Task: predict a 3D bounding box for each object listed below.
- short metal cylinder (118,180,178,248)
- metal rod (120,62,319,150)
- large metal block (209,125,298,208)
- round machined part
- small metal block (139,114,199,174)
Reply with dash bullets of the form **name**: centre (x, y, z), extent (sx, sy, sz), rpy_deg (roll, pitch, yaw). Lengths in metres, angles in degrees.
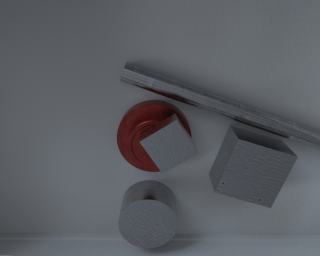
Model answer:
- **short metal cylinder**: centre (-0.016, 0.122, 0.443), extent (0.081, 0.050, 0.079), rpy_deg (0, 110, -1)
- **metal rod**: centre (0.097, -0.023, 0.404), extent (0.302, 0.025, 0.025), rpy_deg (18, 109, -7)
- **large metal block**: centre (0.122, 0.052, 0.419), extent (0.080, 0.050, 0.079), rpy_deg (17, 109, -7)
- **round machined part**: centre (-0.008, 0.015, 0.408), extent (0.099, 0.042, 0.097), rpy_deg (0, 110, -1)
- **small metal block**: centre (0.011, 0.019, 0.374), extent (0.050, 0.025, 0.050), rpy_deg (-31, 108, 10)
